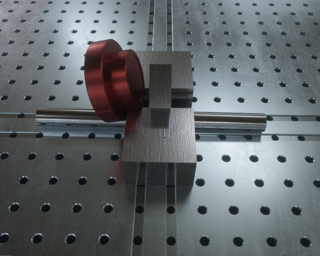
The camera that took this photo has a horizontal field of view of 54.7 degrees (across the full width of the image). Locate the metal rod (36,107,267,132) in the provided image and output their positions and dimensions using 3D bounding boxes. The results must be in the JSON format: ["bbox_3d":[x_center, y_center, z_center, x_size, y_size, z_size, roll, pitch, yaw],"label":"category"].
[{"bbox_3d":[-0.012,-0.011,0.417,0.302,0.025,0.025,2,50,1],"label":"metal rod"}]

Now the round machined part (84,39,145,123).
[{"bbox_3d":[-0.048,-0.057,0.370,0.042,0.098,0.098,-6,49,14],"label":"round machined part"}]

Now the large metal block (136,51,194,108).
[{"bbox_3d":[0.004,-0.066,0.447,0.081,0.050,0.080,1,50,0],"label":"large metal block"}]

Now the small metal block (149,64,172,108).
[{"bbox_3d":[0.001,-0.050,0.376,0.025,0.050,0.050,1,6,0],"label":"small metal block"}]

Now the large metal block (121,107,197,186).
[{"bbox_3d":[0.000,0.022,0.373,0.080,0.050,0.080,1,50,1],"label":"large metal block"}]
